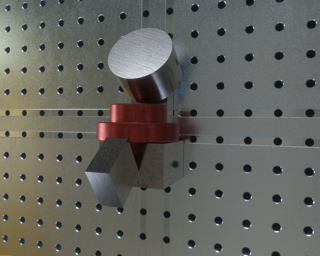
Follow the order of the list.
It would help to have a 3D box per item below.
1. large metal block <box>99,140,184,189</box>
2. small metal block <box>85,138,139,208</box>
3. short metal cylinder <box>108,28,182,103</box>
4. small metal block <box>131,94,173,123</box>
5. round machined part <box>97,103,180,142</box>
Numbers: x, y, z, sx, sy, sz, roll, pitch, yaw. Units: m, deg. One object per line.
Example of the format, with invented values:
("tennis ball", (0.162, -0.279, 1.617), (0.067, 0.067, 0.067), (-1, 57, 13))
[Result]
("large metal block", (-0.020, 0.041, 0.389), (0.080, 0.080, 0.050), (1, 91, 19))
("small metal block", (-0.047, 0.045, 0.318), (0.025, 0.050, 0.050), (1, 129, 19))
("short metal cylinder", (-0.017, -0.078, 0.387), (0.080, 0.050, 0.080), (-8, 58, 14))
("small metal block", (-0.010, -0.031, 0.414), (0.050, 0.025, 0.050), (1, 90, 19))
("round machined part", (-0.026, -0.007, 0.371), (0.098, 0.098, 0.042), (1, 91, 19))
